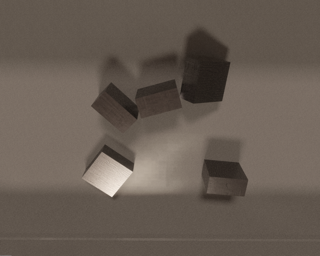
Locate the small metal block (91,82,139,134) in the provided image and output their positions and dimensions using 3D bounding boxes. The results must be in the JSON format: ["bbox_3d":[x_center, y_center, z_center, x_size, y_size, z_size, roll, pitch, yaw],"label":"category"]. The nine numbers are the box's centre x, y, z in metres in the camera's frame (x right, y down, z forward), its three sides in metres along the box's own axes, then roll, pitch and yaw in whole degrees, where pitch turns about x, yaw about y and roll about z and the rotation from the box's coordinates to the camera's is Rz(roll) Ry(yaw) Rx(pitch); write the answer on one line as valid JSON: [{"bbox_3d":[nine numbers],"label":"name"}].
[{"bbox_3d":[-0.054,-0.026,0.388,0.050,0.050,0.025,42,105,-14],"label":"small metal block"}]

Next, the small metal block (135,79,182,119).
[{"bbox_3d":[-0.002,-0.037,0.384,0.050,0.050,0.025,-15,110,5],"label":"small metal block"}]

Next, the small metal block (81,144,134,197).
[{"bbox_3d":[-0.072,0.060,0.432,0.050,0.025,0.050,35,106,-13],"label":"small metal block"}]

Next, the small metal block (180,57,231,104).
[{"bbox_3d":[0.055,-0.059,0.377,0.050,0.025,0.050,-8,116,-37],"label":"small metal block"}]

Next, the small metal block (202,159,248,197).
[{"bbox_3d":[0.087,0.067,0.424,0.050,0.050,0.025,6,110,-3],"label":"small metal block"}]
